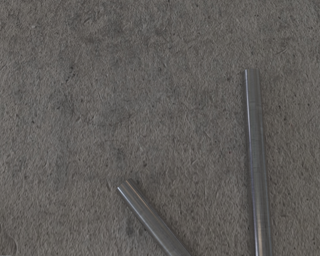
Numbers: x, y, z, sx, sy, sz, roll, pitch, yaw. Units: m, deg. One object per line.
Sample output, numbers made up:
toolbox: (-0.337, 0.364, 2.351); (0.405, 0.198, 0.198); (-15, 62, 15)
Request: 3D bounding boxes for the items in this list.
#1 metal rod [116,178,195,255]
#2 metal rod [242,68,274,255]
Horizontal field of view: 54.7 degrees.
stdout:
metal rod: (0.052, 0.178, 0.343); (0.025, 0.025, 0.300); (-38, 75, -13)
metal rod: (0.122, 0.063, 0.386); (0.025, 0.025, 0.299); (2, 70, 1)
